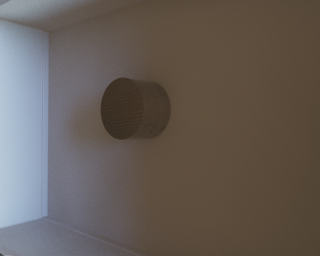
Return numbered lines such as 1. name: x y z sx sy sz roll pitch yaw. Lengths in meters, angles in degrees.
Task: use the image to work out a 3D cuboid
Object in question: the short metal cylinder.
1. short metal cylinder: -0.034 -0.025 0.417 0.080 0.050 0.080 0 90 40
